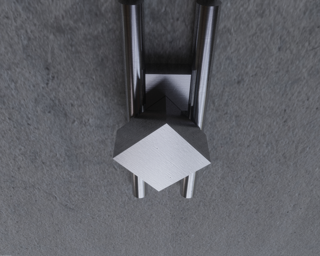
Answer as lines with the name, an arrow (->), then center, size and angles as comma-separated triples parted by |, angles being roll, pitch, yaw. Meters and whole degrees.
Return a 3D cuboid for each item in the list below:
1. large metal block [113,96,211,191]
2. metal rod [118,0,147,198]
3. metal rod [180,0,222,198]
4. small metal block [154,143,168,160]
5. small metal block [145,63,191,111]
large metal block -> 0.003, 0.022, 0.375 | 0.080, 0.050, 0.080 | -33, 123, 25
metal rod -> -0.030, -0.011, 0.400 | 0.025, 0.025, 0.298 | 0, 130, -1
metal rod -> 0.046, -0.011, 0.401 | 0.025, 0.025, 0.298 | 0, 130, -1
small metal block -> 0.007, 0.040, 0.441 | 0.050, 0.025, 0.050 | 0, 130, -1
small metal block -> 0.009, -0.048, 0.366 | 0.050, 0.025, 0.050 | 0, 130, -1
